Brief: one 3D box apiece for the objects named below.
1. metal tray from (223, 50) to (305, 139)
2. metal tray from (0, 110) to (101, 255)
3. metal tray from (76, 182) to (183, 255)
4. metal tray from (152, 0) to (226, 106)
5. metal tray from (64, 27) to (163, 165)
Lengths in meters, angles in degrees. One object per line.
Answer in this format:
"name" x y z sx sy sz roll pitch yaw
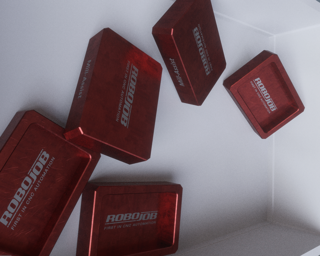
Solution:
"metal tray" 0.177 -0.053 0.523 0.090 0.030 0.130 -38 119 6
"metal tray" -0.126 0.059 0.298 0.090 0.030 0.130 38 67 -34
"metal tray" -0.032 0.113 0.378 0.131 0.030 0.089 8 85 -40
"metal tray" 0.045 -0.104 0.417 0.090 0.030 0.130 -55 141 -24
"metal tray" -0.045 -0.034 0.346 0.090 0.030 0.130 28 58 -37
